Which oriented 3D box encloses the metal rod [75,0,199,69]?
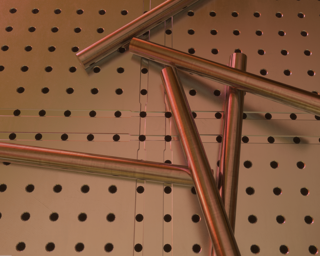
[{"bbox_3d":[0.006,-0.179,0.477,0.301,0.025,0.025,-35,74,-12],"label":"metal rod"}]

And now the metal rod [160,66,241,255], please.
[{"bbox_3d":[0.048,0.050,0.366,0.025,0.025,0.299,-13,63,-5],"label":"metal rod"}]

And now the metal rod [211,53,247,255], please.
[{"bbox_3d":[0.090,0.036,0.399,0.025,0.025,0.299,9,70,3],"label":"metal rod"}]

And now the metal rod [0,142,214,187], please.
[{"bbox_3d":[-0.084,0.045,0.394,0.302,0.025,0.025,7,70,2],"label":"metal rod"}]

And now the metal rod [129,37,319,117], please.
[{"bbox_3d":[0.094,-0.068,0.412,0.301,0.025,0.025,22,71,17],"label":"metal rod"}]
